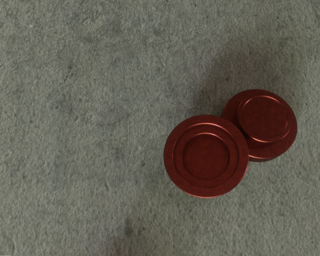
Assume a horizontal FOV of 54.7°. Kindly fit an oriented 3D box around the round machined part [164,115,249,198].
[{"bbox_3d":[0.056,0.036,0.380,0.098,0.042,0.098,-2,77,9],"label":"round machined part"}]

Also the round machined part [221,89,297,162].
[{"bbox_3d":[0.130,-0.008,0.404,0.099,0.042,0.098,0,70,-1],"label":"round machined part"}]
